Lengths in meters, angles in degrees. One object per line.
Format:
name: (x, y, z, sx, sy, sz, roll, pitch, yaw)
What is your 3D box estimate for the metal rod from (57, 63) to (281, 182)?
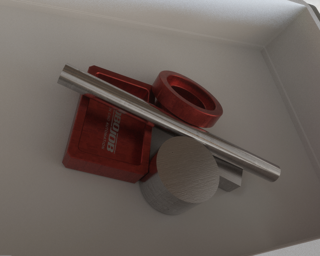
metal rod: (0.024, 0.001, 0.380, 0.302, 0.025, 0.025, 25, 53, -16)

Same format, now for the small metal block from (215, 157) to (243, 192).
small metal block: (0.084, 0.051, 0.419, 0.050, 0.025, 0.050, 28, 52, -11)

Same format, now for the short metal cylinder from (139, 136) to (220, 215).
short metal cylinder: (0.022, 0.056, 0.366, 0.081, 0.050, 0.080, 14, 56, -21)

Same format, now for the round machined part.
round machined part: (0.031, -0.032, 0.415, 0.098, 0.042, 0.098, 26, 27, -14)

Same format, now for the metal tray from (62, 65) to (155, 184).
metal tray: (-0.056, -0.007, 0.374, 0.091, 0.030, 0.130, 17, 55, -19)
